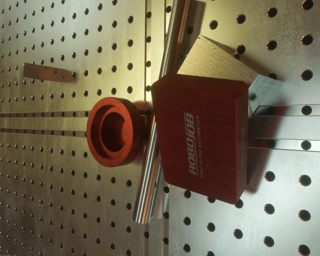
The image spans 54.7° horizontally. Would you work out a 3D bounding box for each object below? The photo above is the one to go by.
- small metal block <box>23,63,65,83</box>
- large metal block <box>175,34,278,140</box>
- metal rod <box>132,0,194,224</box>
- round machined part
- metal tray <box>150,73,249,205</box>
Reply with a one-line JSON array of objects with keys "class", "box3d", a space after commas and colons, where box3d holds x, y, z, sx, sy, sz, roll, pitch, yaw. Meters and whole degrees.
[{"class": "small metal block", "box3d": [-0.212, -0.101, 0.564, 0.050, 0.050, 0.025, 15, 100, 38]}, {"class": "large metal block", "box3d": [0.063, -0.043, 0.340, 0.080, 0.050, 0.080, 45, 117, 30]}, {"class": "metal rod", "box3d": [0.002, -0.018, 0.405, 0.025, 0.025, 0.298, 18, 101, 38]}, {"class": "round machined part", "box3d": [-0.058, 0.005, 0.444, 0.098, 0.042, 0.097, 0, 90, 39]}, {"class": "metal tray", "box3d": [0.043, 0.012, 0.325, 0.090, 0.030, 0.129, 12, 126, 31]}]
